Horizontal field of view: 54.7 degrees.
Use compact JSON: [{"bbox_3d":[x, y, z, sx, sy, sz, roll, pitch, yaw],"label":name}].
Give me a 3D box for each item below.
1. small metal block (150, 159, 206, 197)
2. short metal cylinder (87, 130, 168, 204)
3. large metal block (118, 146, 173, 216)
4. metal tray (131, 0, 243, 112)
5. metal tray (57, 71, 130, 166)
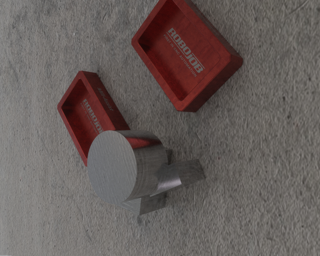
[{"bbox_3d":[0.018,0.060,0.374,0.050,0.050,0.025,-30,71,36],"label":"small metal block"},{"bbox_3d":[-0.038,0.042,0.355,0.080,0.050,0.080,0,90,40],"label":"short metal cylinder"},{"bbox_3d":[-0.035,0.061,0.418,0.080,0.050,0.079,12,98,39],"label":"large metal block"},{"bbox_3d":[0.027,-0.094,0.379,0.090,0.030,0.130,-47,62,29],"label":"metal tray"},{"bbox_3d":[-0.109,-0.015,0.491,0.090,0.030,0.130,-48,62,29],"label":"metal tray"}]
